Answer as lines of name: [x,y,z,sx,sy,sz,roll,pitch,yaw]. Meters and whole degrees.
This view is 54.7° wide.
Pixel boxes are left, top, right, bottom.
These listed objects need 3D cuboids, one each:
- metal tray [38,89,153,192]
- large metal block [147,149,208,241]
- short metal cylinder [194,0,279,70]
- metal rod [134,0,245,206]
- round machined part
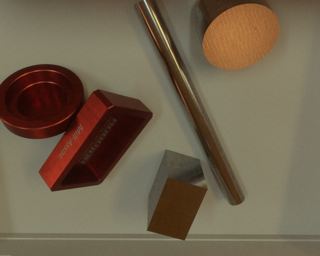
metal tray: [-0.076,0.018,0.382,0.030,0.090,0.129,45,107,24]
large metal block: [0.020,0.086,0.414,0.050,0.080,0.079,17,109,-7]
short metal cylinder: [0.082,-0.111,0.341,0.081,0.050,0.080,-5,140,-4]
metal rod: [0.046,-0.021,0.404,0.025,0.025,0.299,-25,109,8]
round machined part: [-0.138,-0.027,0.371,0.099,0.098,0.042,4,145,-2]
